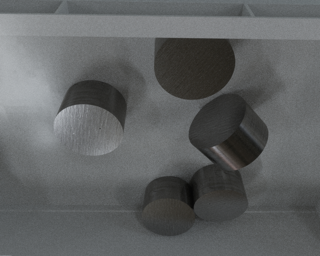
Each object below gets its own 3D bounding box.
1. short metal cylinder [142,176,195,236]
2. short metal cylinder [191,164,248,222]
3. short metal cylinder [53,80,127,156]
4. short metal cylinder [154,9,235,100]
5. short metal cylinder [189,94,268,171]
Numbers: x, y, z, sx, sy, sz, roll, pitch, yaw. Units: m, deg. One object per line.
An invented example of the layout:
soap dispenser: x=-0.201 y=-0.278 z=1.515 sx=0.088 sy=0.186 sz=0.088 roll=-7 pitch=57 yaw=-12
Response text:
short metal cylinder: x=0.014 y=0.123 z=0.489 sx=0.080 sy=0.050 sz=0.079 roll=1 pitch=120 yaw=2
short metal cylinder: x=0.090 y=0.101 z=0.479 sx=0.081 sy=0.050 sz=0.079 roll=0 pitch=130 yaw=0
short metal cylinder: x=-0.083 y=-0.012 z=0.382 sx=0.081 sy=0.050 sz=0.079 roll=0 pitch=130 yaw=0
short metal cylinder: x=0.034 y=-0.077 z=0.327 sx=0.081 sy=0.050 sz=0.079 roll=0 pitch=130 yaw=0
short metal cylinder: x=0.082 y=0.005 z=0.378 sx=0.080 sy=0.080 sz=0.050 roll=-34 pitch=123 yaw=25
